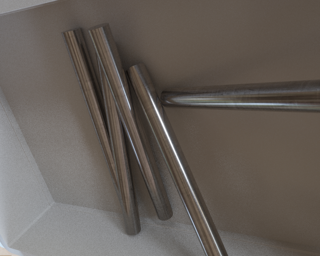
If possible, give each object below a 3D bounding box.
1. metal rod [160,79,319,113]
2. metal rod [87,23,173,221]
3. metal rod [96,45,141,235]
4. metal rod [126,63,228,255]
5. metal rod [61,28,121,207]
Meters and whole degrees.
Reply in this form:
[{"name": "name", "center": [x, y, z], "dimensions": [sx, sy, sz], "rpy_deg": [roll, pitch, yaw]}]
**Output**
[{"name": "metal rod", "center": [0.096, -0.026, 0.260], "dimensions": [0.299, 0.025, 0.025], "rpy_deg": [7, 126, 55]}, {"name": "metal rod", "center": [-0.030, 0.012, 0.417], "dimensions": [0.025, 0.025, 0.298], "rpy_deg": [0, 123, 28]}, {"name": "metal rod", "center": [-0.056, 0.031, 0.442], "dimensions": [0.025, 0.025, 0.298], "rpy_deg": [7, 117, 25]}, {"name": "metal rod", "center": [0.029, 0.063, 0.375], "dimensions": [0.025, 0.025, 0.299], "rpy_deg": [-25, 87, 37]}, {"name": "metal rod", "center": [-0.081, 0.007, 0.455], "dimensions": [0.025, 0.025, 0.298], "rpy_deg": [1, 119, 28]}]
